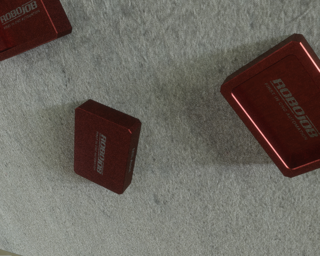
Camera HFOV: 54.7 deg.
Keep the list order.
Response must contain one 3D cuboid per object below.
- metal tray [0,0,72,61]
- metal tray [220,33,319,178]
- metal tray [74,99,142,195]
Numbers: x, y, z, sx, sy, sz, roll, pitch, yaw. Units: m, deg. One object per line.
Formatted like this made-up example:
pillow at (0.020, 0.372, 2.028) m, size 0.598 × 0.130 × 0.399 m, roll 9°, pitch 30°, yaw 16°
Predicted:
metal tray at (-0.188, -0.148, 0.408) m, size 0.130 × 0.030 × 0.090 m, roll -9°, pitch 114°, yaw 31°
metal tray at (0.137, -0.018, 0.320) m, size 0.090 × 0.030 × 0.130 m, roll -32°, pitch 101°, yaw 38°
metal tray at (-0.082, 0.031, 0.464) m, size 0.090 × 0.030 × 0.129 m, roll 23°, pitch 127°, yaw 14°
